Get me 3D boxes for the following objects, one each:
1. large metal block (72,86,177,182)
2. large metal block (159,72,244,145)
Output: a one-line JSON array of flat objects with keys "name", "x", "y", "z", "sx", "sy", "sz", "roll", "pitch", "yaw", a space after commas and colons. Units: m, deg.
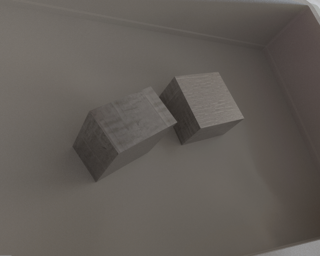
[{"name": "large metal block", "x": -0.041, "y": 0.007, "z": 0.344, "sx": 0.081, "sy": 0.080, "sz": 0.050, "roll": -28, "pitch": 77, "yaw": -37}, {"name": "large metal block", "x": 0.058, "y": -0.029, "z": 0.438, "sx": 0.081, "sy": 0.050, "sz": 0.080, "roll": -12, "pitch": 68, "yaw": -33}]
